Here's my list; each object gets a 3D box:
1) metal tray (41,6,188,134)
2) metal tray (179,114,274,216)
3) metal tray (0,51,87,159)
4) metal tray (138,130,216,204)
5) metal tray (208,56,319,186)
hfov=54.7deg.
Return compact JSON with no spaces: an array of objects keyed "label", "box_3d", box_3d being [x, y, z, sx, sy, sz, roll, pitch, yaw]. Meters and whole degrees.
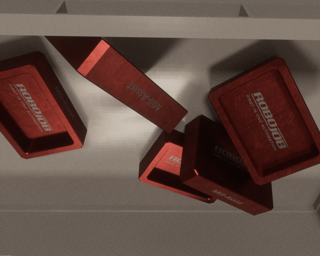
[{"label":"metal tray","box_3d":[-0.038,-0.050,0.293,0.030,0.090,0.130,-50,141,5]},{"label":"metal tray","box_3d":[0.090,0.050,0.406,0.131,0.090,0.030,28,140,-22]},{"label":"metal tray","box_3d":[-0.159,-0.022,0.384,0.090,0.030,0.129,-12,130,9]},{"label":"metal tray","box_3d":[0.045,0.059,0.457,0.131,0.030,0.089,22,127,-18]},{"label":"metal tray","box_3d":[0.126,-0.007,0.364,0.090,0.030,0.130,-27,98,20]}]
